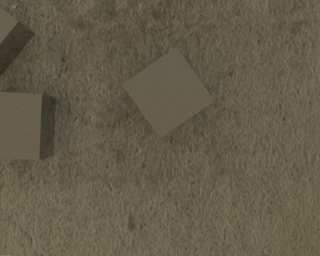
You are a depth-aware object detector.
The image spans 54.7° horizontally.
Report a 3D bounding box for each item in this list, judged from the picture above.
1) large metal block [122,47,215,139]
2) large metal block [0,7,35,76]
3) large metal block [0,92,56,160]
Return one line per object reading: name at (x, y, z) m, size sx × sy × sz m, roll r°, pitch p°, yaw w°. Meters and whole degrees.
large metal block at (0.010, -0.043, 0.398) m, size 0.080 × 0.050 × 0.080 m, roll -35°, pitch 90°, yaw 0°
large metal block at (-0.226, -0.121, 0.394) m, size 0.080 × 0.050 × 0.080 m, roll 39°, pitch 90°, yaw -1°
large metal block at (-0.183, -0.003, 0.395) m, size 0.081 × 0.050 × 0.079 m, roll 2°, pitch 90°, yaw -1°
